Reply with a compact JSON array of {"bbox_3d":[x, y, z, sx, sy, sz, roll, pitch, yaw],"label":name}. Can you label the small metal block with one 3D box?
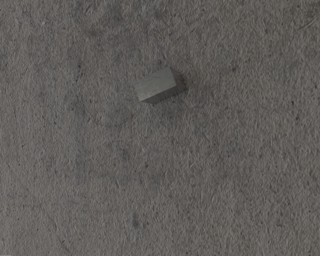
[{"bbox_3d":[0.002,-0.053,0.395,0.050,0.050,0.025,-22,83,19],"label":"small metal block"}]
